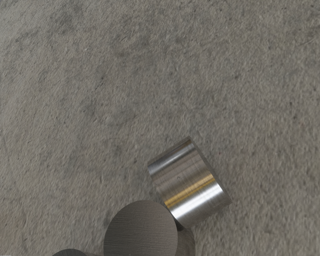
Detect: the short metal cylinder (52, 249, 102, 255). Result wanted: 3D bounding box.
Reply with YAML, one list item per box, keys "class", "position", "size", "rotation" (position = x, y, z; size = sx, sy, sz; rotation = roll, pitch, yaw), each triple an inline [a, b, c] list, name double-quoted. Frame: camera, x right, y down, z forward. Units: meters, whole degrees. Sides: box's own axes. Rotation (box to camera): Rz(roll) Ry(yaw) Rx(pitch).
- class: "short metal cylinder"
  position: [-0.086, 0.173, 0.325]
  size: [0.080, 0.050, 0.080]
  rotation: [-13, 56, 20]

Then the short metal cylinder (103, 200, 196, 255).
- class: "short metal cylinder"
  position: [-0.010, 0.120, 0.318]
  size: [0.080, 0.050, 0.080]
  rotation: [-13, 56, 20]

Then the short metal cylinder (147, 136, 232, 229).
- class: "short metal cylinder"
  position: [0.031, 0.055, 0.318]
  size: [0.050, 0.080, 0.080]
  rotation: [-33, 52, 6]
